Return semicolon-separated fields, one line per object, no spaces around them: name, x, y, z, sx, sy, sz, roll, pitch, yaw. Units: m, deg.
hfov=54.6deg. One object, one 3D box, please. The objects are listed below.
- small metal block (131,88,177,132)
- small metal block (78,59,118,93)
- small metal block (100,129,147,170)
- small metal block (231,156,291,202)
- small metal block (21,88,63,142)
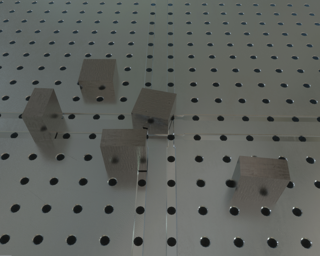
small metal block;-0.007;-0.026;0.430;0.050;0.025;0.050;11;51;9
small metal block;-0.093;-0.080;0.475;0.050;0.025;0.050;0;50;0
small metal block;-0.041;0.027;0.369;0.050;0.050;0.025;0;50;0
small metal block;0.109;0.057;0.344;0.050;0.050;0.025;5;50;4
small metal block;-0.152;-0.017;0.405;0.025;0.050;0.050;2;50;2
